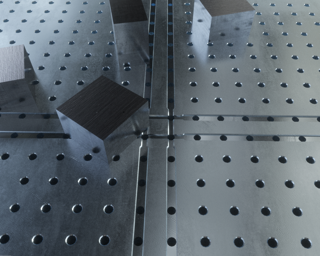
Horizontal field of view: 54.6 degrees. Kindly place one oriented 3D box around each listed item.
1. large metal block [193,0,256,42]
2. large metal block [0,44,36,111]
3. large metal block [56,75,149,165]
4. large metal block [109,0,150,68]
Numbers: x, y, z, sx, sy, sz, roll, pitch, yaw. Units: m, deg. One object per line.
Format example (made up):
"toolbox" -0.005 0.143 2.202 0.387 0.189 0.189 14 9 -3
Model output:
"large metal block" 0.114 -0.207 0.566 0.081 0.050 0.080 -12 51 -10
"large metal block" -0.231 -0.071 0.450 0.081 0.050 0.080 -13 51 -11
"large metal block" -0.071 -0.013 0.402 0.080 0.050 0.080 30 56 23
"large metal block" -0.050 -0.158 0.505 0.050 0.080 0.080 -9 51 -7
